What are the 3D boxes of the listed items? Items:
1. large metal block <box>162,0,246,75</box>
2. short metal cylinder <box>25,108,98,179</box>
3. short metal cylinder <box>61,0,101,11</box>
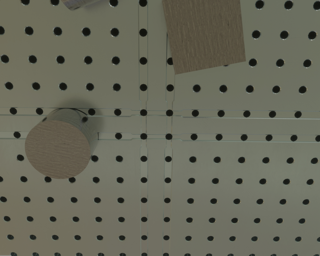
[{"bbox_3d":[0.049,-0.113,0.359,0.080,0.050,0.079,-10,110,3],"label":"large metal block"},{"bbox_3d":[-0.126,0.019,0.406,0.081,0.050,0.079,0,110,0],"label":"short metal cylinder"},{"bbox_3d":[-0.085,-0.170,0.321,0.050,0.080,0.080,-19,109,7],"label":"short metal cylinder"}]
